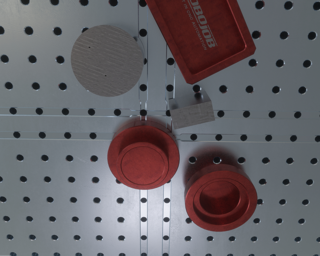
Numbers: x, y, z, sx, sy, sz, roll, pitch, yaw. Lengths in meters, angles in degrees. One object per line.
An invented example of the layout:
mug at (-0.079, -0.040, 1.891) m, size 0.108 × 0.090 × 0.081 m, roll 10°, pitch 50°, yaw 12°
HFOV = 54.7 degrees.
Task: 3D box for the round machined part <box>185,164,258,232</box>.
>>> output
round machined part at (0.083, 0.094, 0.440) m, size 0.099 × 0.042 × 0.097 m, roll 0°, pitch 110°, yaw 0°

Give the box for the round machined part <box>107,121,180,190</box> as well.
round machined part at (-0.022, 0.042, 0.420) m, size 0.099 × 0.042 × 0.097 m, roll 0°, pitch 110°, yaw 0°

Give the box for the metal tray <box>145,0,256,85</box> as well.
metal tray at (0.045, -0.128, 0.363) m, size 0.090 × 0.030 × 0.130 m, roll -26°, pitch 108°, yaw 9°

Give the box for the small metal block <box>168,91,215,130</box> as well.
small metal block at (0.039, -0.024, 0.392) m, size 0.050 × 0.050 × 0.025 m, roll -13°, pitch 110°, yaw 4°

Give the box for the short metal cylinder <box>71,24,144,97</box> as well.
short metal cylinder at (-0.059, -0.082, 0.369) m, size 0.081 × 0.050 × 0.079 m, roll 0°, pitch 110°, yaw 0°
